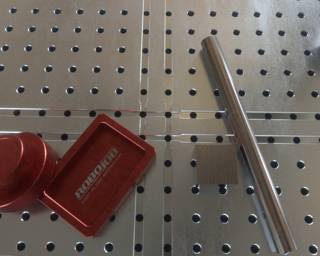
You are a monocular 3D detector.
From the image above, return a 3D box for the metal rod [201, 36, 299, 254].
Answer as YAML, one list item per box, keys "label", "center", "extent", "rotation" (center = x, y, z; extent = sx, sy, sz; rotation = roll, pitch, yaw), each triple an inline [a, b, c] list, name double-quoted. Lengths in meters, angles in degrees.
- label: "metal rod"
  center: [0.111, 0.007, 0.410]
  extent: [0.025, 0.025, 0.299]
  rotation: [-14, 71, -5]

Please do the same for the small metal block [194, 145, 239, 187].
- label: "small metal block"
  center: [0.070, 0.049, 0.395]
  extent: [0.050, 0.025, 0.050]
  rotation: [0, 70, -1]

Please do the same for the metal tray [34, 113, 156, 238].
- label: "metal tray"
  center: [-0.077, 0.057, 0.387]
  extent: [0.090, 0.030, 0.130]
  rotation: [34, 73, 11]

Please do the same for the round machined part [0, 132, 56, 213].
- label: "round machined part"
  center: [-0.179, 0.046, 0.366]
  extent: [0.098, 0.042, 0.098]
  rotation: [-9, 56, 14]
